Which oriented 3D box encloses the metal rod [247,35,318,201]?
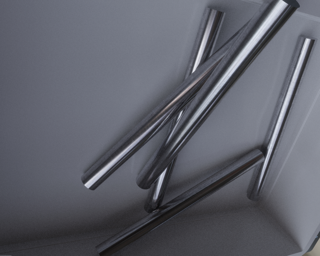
[{"bbox_3d":[0.195,0.000,0.514,0.025,0.025,0.298,-6,121,-25],"label":"metal rod"}]

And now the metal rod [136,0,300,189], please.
[{"bbox_3d":[0.038,-0.012,0.343,0.025,0.025,0.298,2,142,-29],"label":"metal rod"}]

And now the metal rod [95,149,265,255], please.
[{"bbox_3d":[0.044,0.109,0.474,0.302,0.025,0.025,-27,128,-22],"label":"metal rod"}]

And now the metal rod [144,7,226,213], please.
[{"bbox_3d":[0.026,-0.006,0.418,0.025,0.025,0.298,2,118,-30],"label":"metal rod"}]

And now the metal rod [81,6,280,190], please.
[{"bbox_3d":[0.016,-0.028,0.375,0.300,0.025,0.025,-42,130,11],"label":"metal rod"}]
